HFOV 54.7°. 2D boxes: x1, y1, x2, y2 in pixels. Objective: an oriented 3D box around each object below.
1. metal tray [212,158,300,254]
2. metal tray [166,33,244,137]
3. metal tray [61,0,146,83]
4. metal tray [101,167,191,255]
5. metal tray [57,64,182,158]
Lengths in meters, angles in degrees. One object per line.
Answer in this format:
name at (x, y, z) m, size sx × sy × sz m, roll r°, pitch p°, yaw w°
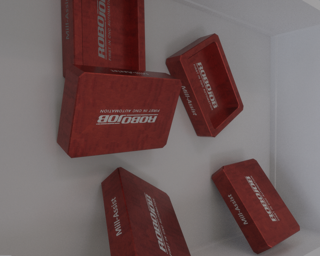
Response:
metal tray at (0.148, 0.115, 0.481) m, size 0.091 × 0.030 × 0.130 m, roll -6°, pitch 58°, yaw -40°
metal tray at (0.071, -0.062, 0.462) m, size 0.091 × 0.030 × 0.129 m, roll -39°, pitch 114°, yaw -33°
metal tray at (-0.062, -0.117, 0.350) m, size 0.091 × 0.030 × 0.129 m, roll -2°, pitch 92°, yaw -40°
metal tray at (-0.014, 0.110, 0.333) m, size 0.030 × 0.130 × 0.090 m, roll -44°, pitch 124°, yaw 14°
metal tray at (-0.041, -0.019, 0.347) m, size 0.131 × 0.030 × 0.089 m, roll -3°, pitch 116°, yaw -40°
